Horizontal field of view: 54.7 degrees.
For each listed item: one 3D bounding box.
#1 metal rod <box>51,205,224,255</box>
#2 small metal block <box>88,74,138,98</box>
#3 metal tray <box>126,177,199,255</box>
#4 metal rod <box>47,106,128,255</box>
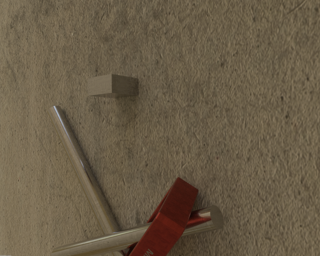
[{"bbox_3d":[-0.051,0.149,0.412,0.299,0.025,0.025,-26,74,34],"label":"metal rod"},{"bbox_3d":[-0.067,-0.058,0.441,0.050,0.050,0.025,-1,89,39],"label":"small metal block"},{"bbox_3d":[-0.007,0.130,0.364,0.030,0.090,0.129,33,113,5],"label":"metal tray"},{"bbox_3d":[-0.117,0.084,0.498,0.025,0.025,0.299,-47,63,30],"label":"metal rod"}]
